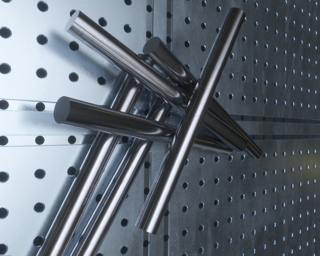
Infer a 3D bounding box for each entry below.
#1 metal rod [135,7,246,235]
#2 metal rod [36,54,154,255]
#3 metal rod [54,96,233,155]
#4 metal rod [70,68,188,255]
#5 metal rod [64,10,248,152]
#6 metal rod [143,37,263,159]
[{"bbox_3d":[0.043,-0.021,0.376,0.025,0.025,0.300,35,71,-35],"label":"metal rod"},{"bbox_3d":[-0.075,0.045,0.345,0.025,0.025,0.300,36,68,-34],"label":"metal rod"},{"bbox_3d":[0.011,0.008,0.385,0.302,0.025,0.025,14,81,-49],"label":"metal rod"},{"bbox_3d":[-0.034,0.043,0.379,0.025,0.025,0.300,41,65,-32],"label":"metal rod"},{"bbox_3d":[0.019,-0.040,0.389,0.301,0.025,0.025,32,70,-35],"label":"metal rod"},{"bbox_3d":[0.080,-0.025,0.451,0.301,0.025,0.025,38,67,-41],"label":"metal rod"}]
